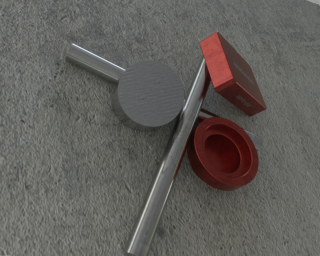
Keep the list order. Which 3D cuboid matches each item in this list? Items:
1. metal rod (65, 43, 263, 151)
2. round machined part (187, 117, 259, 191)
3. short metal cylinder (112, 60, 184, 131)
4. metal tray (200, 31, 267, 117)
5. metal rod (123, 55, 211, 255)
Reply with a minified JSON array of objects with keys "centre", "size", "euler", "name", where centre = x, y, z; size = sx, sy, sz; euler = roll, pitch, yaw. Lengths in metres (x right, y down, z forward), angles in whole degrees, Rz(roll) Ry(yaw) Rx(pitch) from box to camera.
[{"centre":[0.015,-0.037,0.437],"size":[0.301,0.025,0.025],"euler":[25,53,-13],"name":"metal rod"},{"centre":[0.078,0.037,0.413],"size":[0.099,0.042,0.098],"euler":[14,56,-21],"name":"round machined part"},{"centre":[-0.016,-0.038,0.386],"size":[0.081,0.050,0.080],"euler":[2,82,-16],"name":"short metal cylinder"},{"centre":[0.115,-0.078,0.475],"size":[0.131,0.030,0.090],"euler":[22,48,-50],"name":"metal tray"},{"centre":[0.025,0.012,0.389],"size":[0.025,0.025,0.300],"euler":[29,58,-10],"name":"metal rod"}]
